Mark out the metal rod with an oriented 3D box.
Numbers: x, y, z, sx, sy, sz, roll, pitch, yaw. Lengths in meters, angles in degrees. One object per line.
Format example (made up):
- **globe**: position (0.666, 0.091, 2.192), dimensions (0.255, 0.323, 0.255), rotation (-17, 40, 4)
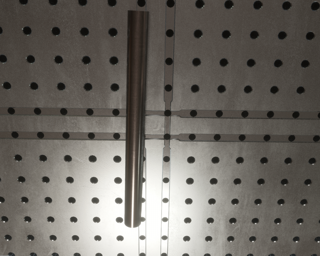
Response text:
- **metal rod**: position (-0.033, 0.002, 0.413), dimensions (0.025, 0.025, 0.298), rotation (3, 110, -2)
